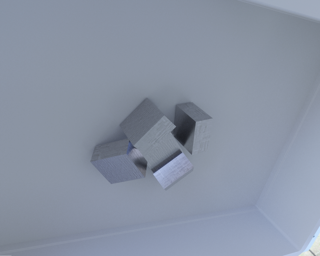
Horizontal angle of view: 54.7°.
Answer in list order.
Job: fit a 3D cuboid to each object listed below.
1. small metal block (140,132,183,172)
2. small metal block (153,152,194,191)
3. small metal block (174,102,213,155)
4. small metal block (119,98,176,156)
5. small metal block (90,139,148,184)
[{"bbox_3d":[-0.004,0.026,0.421,0.050,0.025,0.050,-36,130,-4],"label":"small metal block"},{"bbox_3d":[0.020,0.063,0.442,0.050,0.025,0.050,-36,166,-5],"label":"small metal block"},{"bbox_3d":[0.043,0.000,0.415,0.025,0.050,0.050,-12,123,-24],"label":"small metal block"},{"bbox_3d":[-0.016,-0.002,0.381,0.050,0.050,0.025,-45,129,3],"label":"small metal block"},{"bbox_3d":[-0.051,0.043,0.392,0.050,0.025,0.050,-14,133,20],"label":"small metal block"}]
